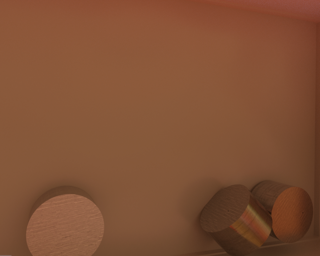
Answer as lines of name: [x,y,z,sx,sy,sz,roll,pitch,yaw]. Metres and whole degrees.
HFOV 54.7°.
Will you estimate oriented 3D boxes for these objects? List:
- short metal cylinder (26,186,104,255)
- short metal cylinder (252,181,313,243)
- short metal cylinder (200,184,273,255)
short metal cylinder: [-0.109,0.111,0.357,0.081,0.050,0.080,0,90,-20]
short metal cylinder: [0.178,0.122,0.460,0.081,0.050,0.079,-1,91,-24]
short metal cylinder: [0.102,0.123,0.419,0.080,0.080,0.050,-46,104,-14]
